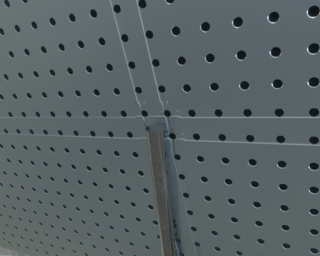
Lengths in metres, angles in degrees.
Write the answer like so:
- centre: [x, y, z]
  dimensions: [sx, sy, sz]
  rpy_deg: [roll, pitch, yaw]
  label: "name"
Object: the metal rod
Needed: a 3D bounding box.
- centre: [0.007, 0.130, 0.488]
  dimensions: [0.025, 0.025, 0.298]
  rpy_deg: [8, 122, 24]
  label: "metal rod"
